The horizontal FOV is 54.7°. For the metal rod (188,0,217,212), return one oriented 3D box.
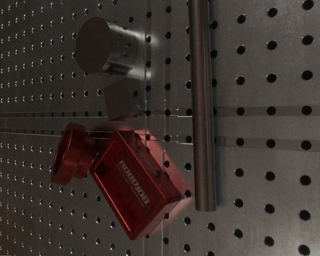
[{"bbox_3d":[0.049,-0.054,0.367,0.025,0.025,0.298,-3,88,39],"label":"metal rod"}]

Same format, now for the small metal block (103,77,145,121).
[{"bbox_3d":[-0.053,-0.040,0.451,0.050,0.025,0.050,-17,79,38],"label":"small metal block"}]

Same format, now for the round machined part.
[{"bbox_3d":[-0.135,0.043,0.489,0.098,0.042,0.098,-44,36,45],"label":"round machined part"}]

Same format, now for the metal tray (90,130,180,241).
[{"bbox_3d":[-0.041,0.077,0.437,0.130,0.030,0.090,51,120,27],"label":"metal tray"}]

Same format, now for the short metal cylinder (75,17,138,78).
[{"bbox_3d":[-0.079,-0.117,0.456,0.080,0.050,0.079,0,90,39],"label":"short metal cylinder"}]
